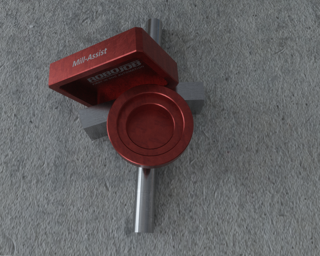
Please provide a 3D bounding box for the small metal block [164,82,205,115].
[{"bbox_3d":[0.030,-0.038,0.410,0.050,0.050,0.025,-1,70,-1],"label":"small metal block"}]

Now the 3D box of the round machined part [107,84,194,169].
[{"bbox_3d":[-0.011,0.000,0.371,0.099,0.042,0.098,1,73,-2],"label":"round machined part"}]

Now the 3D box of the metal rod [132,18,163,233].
[{"bbox_3d":[-0.014,-0.017,0.415,0.025,0.025,0.299,2,70,0],"label":"metal rod"}]

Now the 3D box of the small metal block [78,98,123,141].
[{"bbox_3d":[-0.072,-0.010,0.399,0.050,0.050,0.025,-18,71,-7],"label":"small metal block"}]

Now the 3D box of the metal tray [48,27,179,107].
[{"bbox_3d":[-0.055,-0.064,0.373,0.130,0.090,0.030,-15,67,26],"label":"metal tray"}]
